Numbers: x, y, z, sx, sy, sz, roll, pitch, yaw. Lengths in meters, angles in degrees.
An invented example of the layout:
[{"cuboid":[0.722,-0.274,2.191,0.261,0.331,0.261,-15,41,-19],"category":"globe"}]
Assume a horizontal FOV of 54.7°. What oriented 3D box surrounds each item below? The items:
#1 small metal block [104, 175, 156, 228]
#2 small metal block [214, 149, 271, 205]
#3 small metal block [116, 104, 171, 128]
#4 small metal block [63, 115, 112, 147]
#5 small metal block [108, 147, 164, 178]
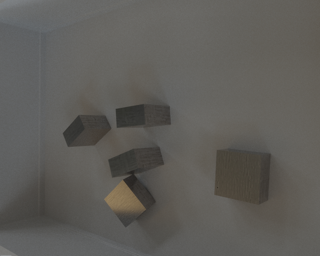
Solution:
[{"cuboid":[-0.042,0.101,0.432,0.050,0.025,0.050,50,120,12],"category":"small metal block"},{"cuboid":[0.088,0.050,0.333,0.050,0.025,0.050,5,93,39],"category":"small metal block"},{"cuboid":[-0.022,-0.015,0.406,0.050,0.050,0.025,-6,86,39],"category":"small metal block"},{"cuboid":[-0.113,0.005,0.481,0.050,0.050,0.025,-41,66,32],"category":"small metal block"},{"cuboid":[-0.032,0.046,0.415,0.050,0.050,0.025,-24,74,37],"category":"small metal block"}]
